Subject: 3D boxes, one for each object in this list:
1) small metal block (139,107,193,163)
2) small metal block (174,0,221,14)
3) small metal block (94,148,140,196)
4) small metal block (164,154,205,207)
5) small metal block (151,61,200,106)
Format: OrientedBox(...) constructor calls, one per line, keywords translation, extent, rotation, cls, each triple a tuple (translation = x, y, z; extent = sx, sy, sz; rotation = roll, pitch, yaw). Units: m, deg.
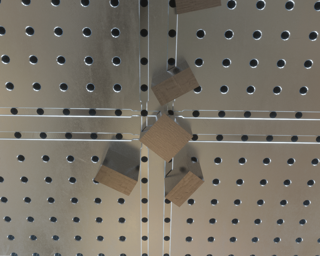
OrientedBox(translation=(0.008, 0.010, 0.417), extent=(0.050, 0.025, 0.050), rotation=(39, 105, -13), cls="small metal block")
OrientedBox(translation=(0.040, -0.161, 0.354), extent=(0.050, 0.025, 0.050), rotation=(-10, 110, 3), cls="small metal block")
OrientedBox(translation=(-0.057, 0.059, 0.421), extent=(0.050, 0.050, 0.025), rotation=(27, 108, -10), cls="small metal block")
OrientedBox(translation=(0.032, 0.071, 0.427), extent=(0.025, 0.050, 0.050), rotation=(37, 106, -13), cls="small metal block")
OrientedBox(translation=(0.018, -0.056, 0.380), extent=(0.050, 0.050, 0.025), rotation=(-27, 108, 9), cls="small metal block")
